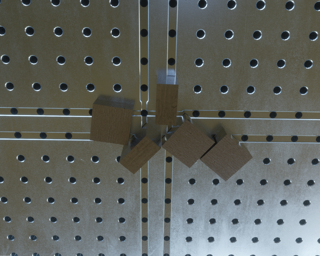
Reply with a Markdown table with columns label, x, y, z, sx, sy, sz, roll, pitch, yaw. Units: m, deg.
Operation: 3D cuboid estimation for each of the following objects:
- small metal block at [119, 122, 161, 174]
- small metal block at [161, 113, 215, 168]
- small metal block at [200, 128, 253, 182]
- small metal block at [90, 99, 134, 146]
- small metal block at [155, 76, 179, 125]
| label | x | y | z | sx | sy | sz | roll | pitch | yaw |
| --- | --- | --- | --- | --- | --- | --- | --- | --- | --- |
| small metal block | -0.025 | 0.026 | 0.409 | 0.025 | 0.050 | 0.050 | 42 | 105 | -14 |
| small metal block | 0.037 | 0.017 | 0.420 | 0.050 | 0.025 | 0.050 | 38 | 106 | -13 |
| small metal block | 0.089 | 0.037 | 0.427 | 0.050 | 0.025 | 0.050 | 40 | 105 | -14 |
| small metal block | -0.063 | -0.008 | 0.410 | 0.050 | 0.025 | 0.050 | 8 | 110 | -3 |
| small metal block | 0.008 | -0.036 | 0.387 | 0.025 | 0.050 | 0.050 | 2 | 110 | -1 |
